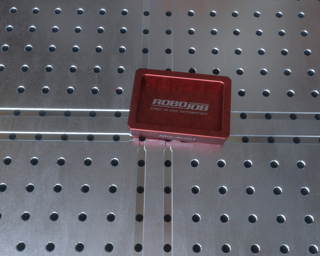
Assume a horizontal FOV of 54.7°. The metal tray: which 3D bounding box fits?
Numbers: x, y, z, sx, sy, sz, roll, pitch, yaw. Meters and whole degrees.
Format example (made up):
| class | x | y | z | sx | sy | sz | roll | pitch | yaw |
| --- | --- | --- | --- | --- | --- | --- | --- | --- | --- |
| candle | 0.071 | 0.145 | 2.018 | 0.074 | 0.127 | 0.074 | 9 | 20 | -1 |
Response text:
| class | x | y | z | sx | sy | sz | roll | pitch | yaw |
| --- | --- | --- | --- | --- | --- | --- | --- | --- | --- |
| metal tray | 0.027 | -0.030 | 0.420 | 0.131 | 0.030 | 0.090 | 6 | 70 | 1 |
